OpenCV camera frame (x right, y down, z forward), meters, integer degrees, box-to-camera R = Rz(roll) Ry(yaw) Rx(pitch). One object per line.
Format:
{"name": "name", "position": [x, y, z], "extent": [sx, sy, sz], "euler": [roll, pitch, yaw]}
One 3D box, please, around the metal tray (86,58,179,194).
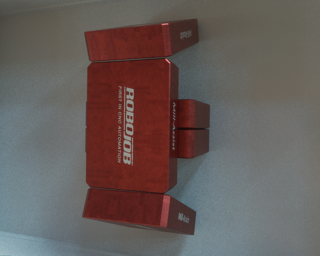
{"name": "metal tray", "position": [-0.029, -0.003, 0.320], "extent": [0.090, 0.030, 0.129], "euler": [1, 90, 19]}

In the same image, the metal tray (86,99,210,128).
{"name": "metal tray", "position": [-0.012, -0.016, 0.379], "extent": [0.130, 0.090, 0.030], "euler": [1, 91, 20]}

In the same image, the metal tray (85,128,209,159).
{"name": "metal tray", "position": [-0.012, 0.015, 0.380], "extent": [0.130, 0.090, 0.030], "euler": [1, 91, 20]}

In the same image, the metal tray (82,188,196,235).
{"name": "metal tray", "position": [-0.016, 0.099, 0.357], "extent": [0.090, 0.130, 0.030], "euler": [1, 69, 19]}

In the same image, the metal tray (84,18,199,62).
{"name": "metal tray", "position": [-0.013, -0.104, 0.357], "extent": [0.090, 0.131, 0.030], "euler": [1, 111, 20]}
